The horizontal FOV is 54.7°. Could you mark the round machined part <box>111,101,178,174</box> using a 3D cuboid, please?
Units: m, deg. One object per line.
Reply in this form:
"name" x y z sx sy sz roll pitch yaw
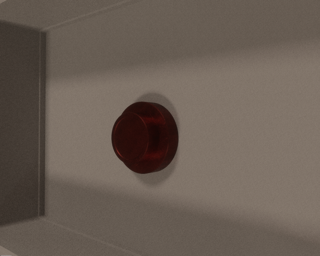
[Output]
"round machined part" -0.027 0.013 0.416 0.098 0.042 0.097 0 90 39
